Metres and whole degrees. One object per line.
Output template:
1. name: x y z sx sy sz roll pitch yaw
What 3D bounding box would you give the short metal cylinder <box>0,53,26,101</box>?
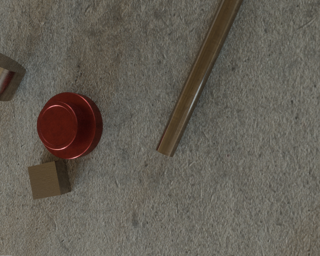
1. short metal cylinder: -0.254 -0.083 0.469 0.080 0.080 0.050 35 102 16

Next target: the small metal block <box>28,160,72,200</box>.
1. small metal block: -0.167 0.078 0.468 0.050 0.025 0.050 -13 86 19

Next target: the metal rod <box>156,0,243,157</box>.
1. metal rod: 0.065 -0.103 0.385 0.025 0.025 0.298 26 98 18

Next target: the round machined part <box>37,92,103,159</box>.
1. round machined part: -0.137 -0.003 0.448 0.098 0.042 0.097 0 90 20
